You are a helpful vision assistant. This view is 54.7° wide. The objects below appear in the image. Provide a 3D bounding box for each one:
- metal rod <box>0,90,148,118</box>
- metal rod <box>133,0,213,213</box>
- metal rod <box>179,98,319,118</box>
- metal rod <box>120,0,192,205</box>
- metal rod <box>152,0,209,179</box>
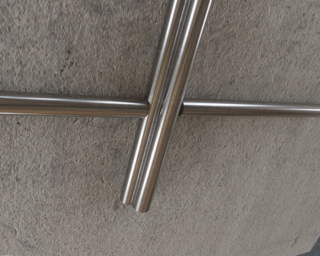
[{"bbox_3d":[-0.153,-0.025,0.310,0.303,0.025,0.025,0,118,-29],"label":"metal rod"},{"bbox_3d":[0.010,-0.019,0.377,0.025,0.025,0.298,1,118,-29],"label":"metal rod"},{"bbox_3d":[0.157,-0.029,0.479,0.303,0.025,0.025,-1,119,-29],"label":"metal rod"},{"bbox_3d":[-0.009,-0.028,0.389,0.025,0.025,0.298,1,118,-29],"label":"metal rod"},{"bbox_3d":[0.011,-0.023,0.403,0.025,0.025,0.298,1,118,-29],"label":"metal rod"}]
